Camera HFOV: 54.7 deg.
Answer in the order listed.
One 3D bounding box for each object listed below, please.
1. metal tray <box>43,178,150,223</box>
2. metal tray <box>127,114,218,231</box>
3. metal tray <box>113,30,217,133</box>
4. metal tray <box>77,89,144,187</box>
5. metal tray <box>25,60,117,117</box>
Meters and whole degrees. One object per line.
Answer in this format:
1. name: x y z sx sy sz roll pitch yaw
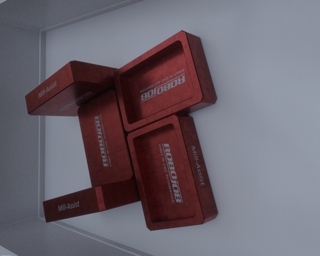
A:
1. metal tray: -0.089 0.100 0.431 0.130 0.091 0.030 -22 77 37
2. metal tray: 0.011 0.057 0.390 0.090 0.030 0.129 -22 76 37
3. metal tray: 0.000 -0.054 0.399 0.130 0.030 0.090 -22 77 37
4. metal tray: -0.073 0.018 0.458 0.090 0.030 0.129 -22 76 37
5. metal tray: -0.127 -0.053 0.461 0.130 0.091 0.030 -23 76 37
